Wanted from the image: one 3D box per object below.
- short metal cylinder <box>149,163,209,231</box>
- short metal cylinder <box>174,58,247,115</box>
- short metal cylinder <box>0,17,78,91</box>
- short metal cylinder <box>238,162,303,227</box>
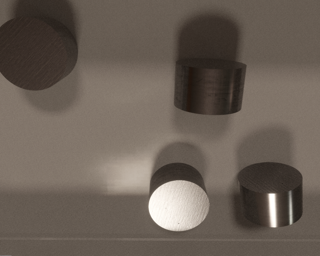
[{"bbox_3d":[0.025,0.096,0.434,0.081,0.050,0.079,0,110,-1],"label":"short metal cylinder"},{"bbox_3d":[0.058,-0.051,0.364,0.081,0.080,0.050,1,110,-1],"label":"short metal cylinder"},{"bbox_3d":[-0.143,-0.089,0.363,0.081,0.050,0.079,0,110,-1],"label":"short metal cylinder"},{"bbox_3d":[0.148,0.087,0.416,0.080,0.080,0.050,-9,110,3],"label":"short metal cylinder"}]
